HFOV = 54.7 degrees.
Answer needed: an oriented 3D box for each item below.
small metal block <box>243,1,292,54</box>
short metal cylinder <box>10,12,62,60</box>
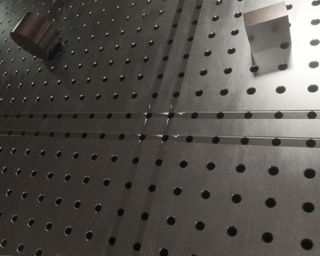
[{"bbox_3d":[0.138,-0.127,0.397,0.050,0.050,0.025,-11,57,22],"label":"small metal block"},{"bbox_3d":[-0.241,-0.179,0.606,0.080,0.080,0.050,15,70,34],"label":"short metal cylinder"}]
